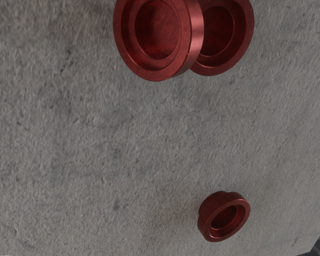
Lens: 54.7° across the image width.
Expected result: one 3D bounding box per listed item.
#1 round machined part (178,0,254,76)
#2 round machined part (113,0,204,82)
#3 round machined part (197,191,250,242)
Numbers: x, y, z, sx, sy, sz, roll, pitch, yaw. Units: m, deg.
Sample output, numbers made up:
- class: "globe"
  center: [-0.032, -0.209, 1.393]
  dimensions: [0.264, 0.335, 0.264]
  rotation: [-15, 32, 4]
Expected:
- class: "round machined part"
  center: [0.056, -0.113, 0.358]
  dimensions: [0.099, 0.042, 0.097]
  rotation: [-14, 125, -21]
- class: "round machined part"
  center: [0.002, -0.098, 0.308]
  dimensions: [0.042, 0.098, 0.097]
  rotation: [-26, 133, -45]
- class: "round machined part"
  center: [0.108, 0.152, 0.552]
  dimensions: [0.099, 0.042, 0.097]
  rotation: [-14, 125, -21]
